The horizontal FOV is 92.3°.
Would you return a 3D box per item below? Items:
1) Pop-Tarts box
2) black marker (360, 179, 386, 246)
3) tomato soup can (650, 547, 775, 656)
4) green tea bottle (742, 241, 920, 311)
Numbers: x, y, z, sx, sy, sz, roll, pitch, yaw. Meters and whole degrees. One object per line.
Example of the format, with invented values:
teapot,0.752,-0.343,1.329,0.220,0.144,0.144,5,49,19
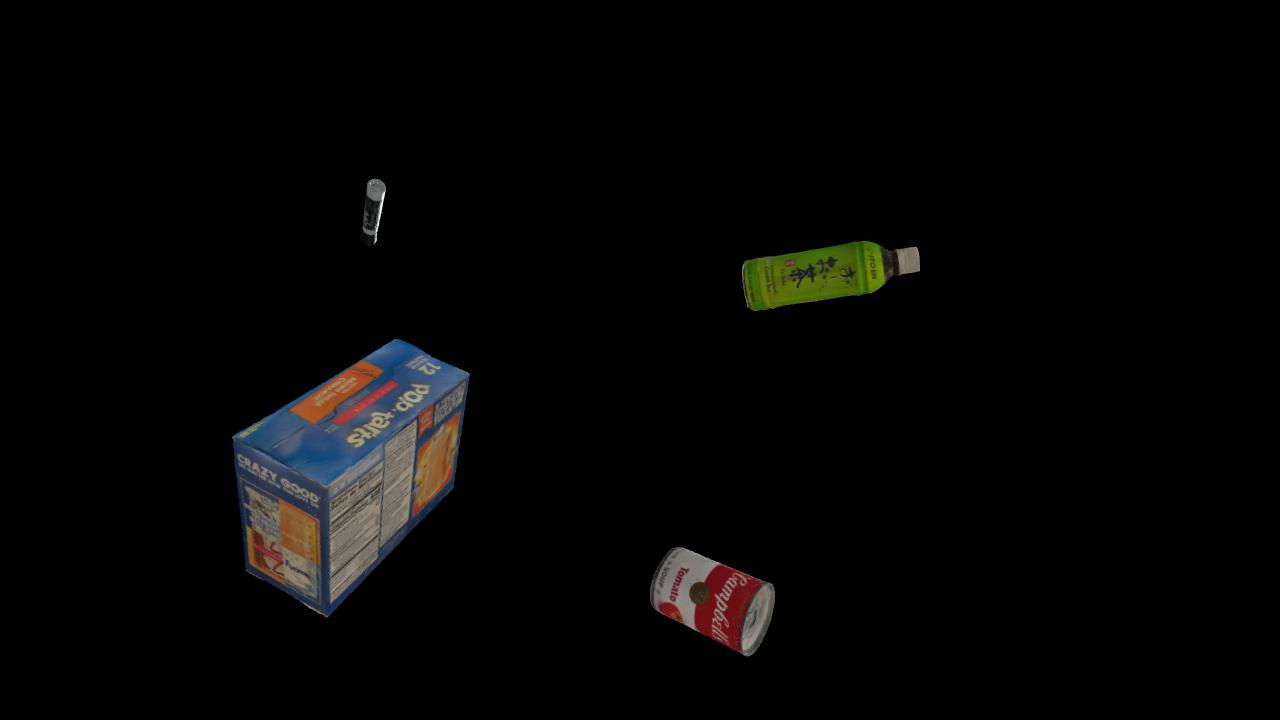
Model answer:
Pop-Tarts box,-0.225,0.087,0.501,0.083,0.141,0.167,23,32,8
black marker,-0.308,-0.166,0.706,0.020,0.020,0.121,0,-19,-28
tomato soup can,0.068,0.226,0.587,0.101,0.068,0.068,13,7,35
green tea bottle,0.240,-0.110,0.783,0.212,0.073,0.073,-7,-2,18
